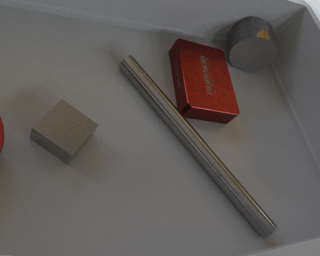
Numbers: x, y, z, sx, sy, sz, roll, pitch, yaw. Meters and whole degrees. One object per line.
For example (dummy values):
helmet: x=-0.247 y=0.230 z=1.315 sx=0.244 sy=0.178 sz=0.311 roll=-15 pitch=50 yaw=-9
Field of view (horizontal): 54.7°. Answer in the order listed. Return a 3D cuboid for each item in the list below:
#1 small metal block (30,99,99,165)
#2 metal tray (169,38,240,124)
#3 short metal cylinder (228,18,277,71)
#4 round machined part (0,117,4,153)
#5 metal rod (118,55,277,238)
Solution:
small metal block: x=-0.106 y=0.004 z=0.347 sx=0.050 sy=0.025 sz=0.050 roll=36 pitch=51 yaw=-5
metal tray: x=0.067 y=-0.074 z=0.486 sx=0.091 sy=0.030 sz=0.130 roll=8 pitch=58 yaw=-25
short metal cylinder: x=0.163 y=-0.147 z=0.550 sx=0.081 sy=0.080 sz=0.050 roll=17 pitch=55 yaw=-19
round machined part: x=-0.196 y=0.006 z=0.270 sx=0.098 sy=0.042 sz=0.098 roll=31 pitch=48 yaw=-41
metal rod: x=0.047 y=0.020 z=0.419 sx=0.025 sy=0.025 sz=0.300 roll=-34 pitch=81 yaw=-38
